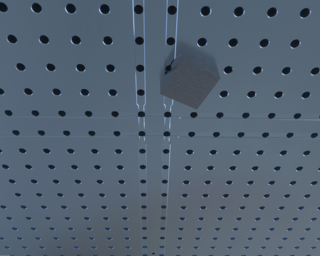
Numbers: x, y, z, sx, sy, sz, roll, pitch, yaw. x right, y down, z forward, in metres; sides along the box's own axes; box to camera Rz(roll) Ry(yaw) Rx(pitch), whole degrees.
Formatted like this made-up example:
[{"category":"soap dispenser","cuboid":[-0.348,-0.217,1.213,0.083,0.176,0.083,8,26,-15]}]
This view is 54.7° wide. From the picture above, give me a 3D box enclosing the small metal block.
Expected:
[{"category":"small metal block","cuboid":[0.034,-0.056,0.365,0.050,0.025,0.050,21,127,-18]}]
